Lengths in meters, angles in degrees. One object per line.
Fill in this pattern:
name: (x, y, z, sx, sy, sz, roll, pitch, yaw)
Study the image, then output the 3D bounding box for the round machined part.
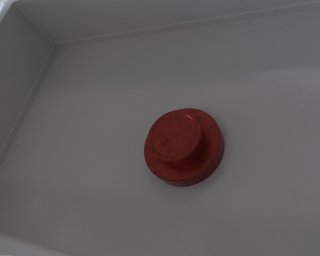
round machined part: (0.024, 0.017, 0.372, 0.098, 0.042, 0.098, -13, 56, 21)
